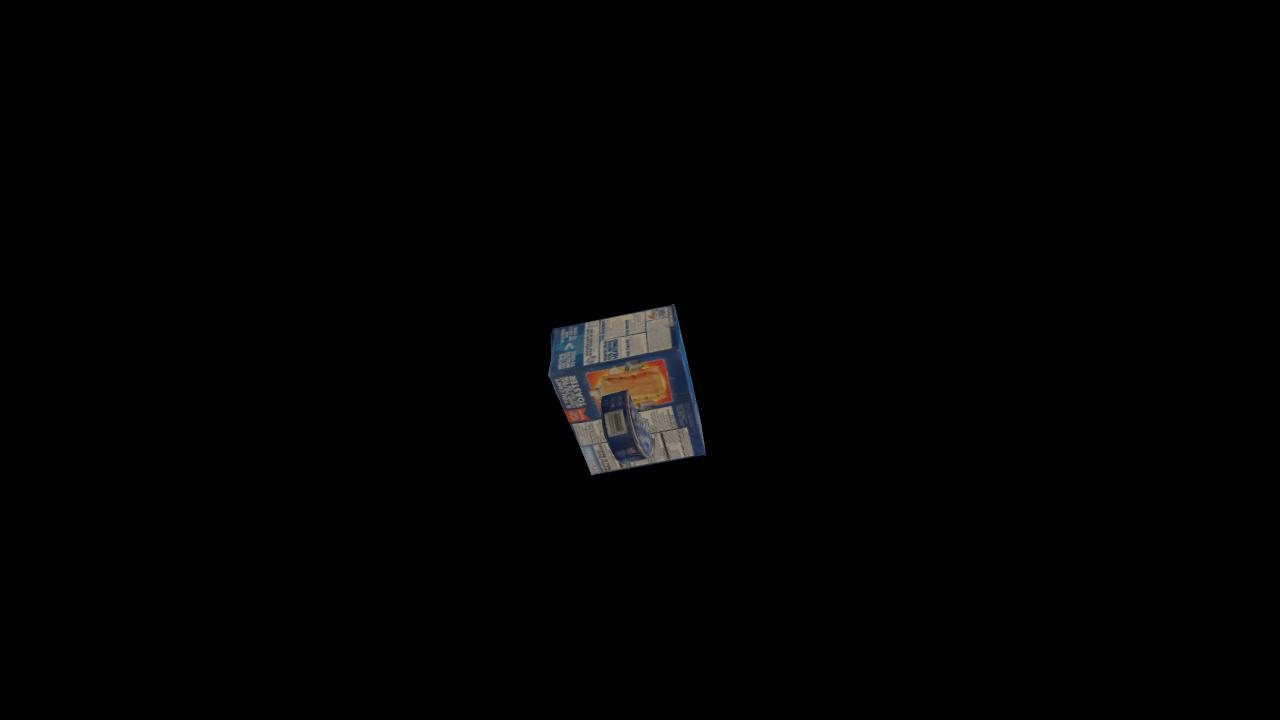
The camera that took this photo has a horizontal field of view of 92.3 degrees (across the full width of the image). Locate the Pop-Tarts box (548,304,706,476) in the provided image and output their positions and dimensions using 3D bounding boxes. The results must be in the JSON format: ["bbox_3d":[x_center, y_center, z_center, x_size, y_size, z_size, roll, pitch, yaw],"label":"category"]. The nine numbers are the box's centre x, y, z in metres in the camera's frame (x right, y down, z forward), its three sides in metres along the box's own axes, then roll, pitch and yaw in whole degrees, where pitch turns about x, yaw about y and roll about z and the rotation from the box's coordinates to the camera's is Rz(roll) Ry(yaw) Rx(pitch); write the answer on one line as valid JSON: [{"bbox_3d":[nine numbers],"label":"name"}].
[{"bbox_3d":[-0.010,0.037,0.699,0.141,0.167,0.083,-12,39,6],"label":"Pop-Tarts box"}]

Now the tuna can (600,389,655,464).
[{"bbox_3d":[-0.013,0.069,0.662,0.034,0.084,0.084,-16,-4,14],"label":"tuna can"}]
